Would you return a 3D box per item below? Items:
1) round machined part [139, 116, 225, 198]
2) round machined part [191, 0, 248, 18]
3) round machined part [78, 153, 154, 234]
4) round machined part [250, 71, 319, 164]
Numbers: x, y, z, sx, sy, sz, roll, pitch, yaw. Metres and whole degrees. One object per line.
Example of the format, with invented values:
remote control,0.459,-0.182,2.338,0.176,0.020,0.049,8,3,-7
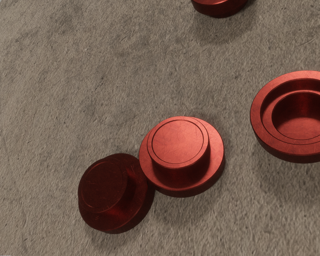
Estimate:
round machined part,0.023,0.025,0.351,0.098,0.042,0.098,-7,54,9
round machined part,0.096,-0.206,0.468,0.098,0.042,0.098,-13,56,20
round machined part,-0.060,0.075,0.377,0.098,0.042,0.098,-13,56,20
round machined part,0.147,-0.008,0.320,0.098,0.042,0.098,-13,56,20
